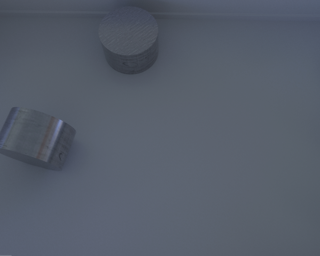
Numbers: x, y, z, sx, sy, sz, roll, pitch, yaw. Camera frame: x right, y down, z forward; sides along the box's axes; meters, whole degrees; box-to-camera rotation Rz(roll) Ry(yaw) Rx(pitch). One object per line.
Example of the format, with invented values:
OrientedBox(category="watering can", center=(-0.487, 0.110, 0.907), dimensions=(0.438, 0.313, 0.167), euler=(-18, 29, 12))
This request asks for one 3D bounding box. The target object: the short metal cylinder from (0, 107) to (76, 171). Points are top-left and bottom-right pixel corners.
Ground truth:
OrientedBox(category="short metal cylinder", center=(-0.149, 0.015, 0.374), dimensions=(0.080, 0.080, 0.050), euler=(14, 71, 5))

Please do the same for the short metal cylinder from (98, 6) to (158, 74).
OrientedBox(category="short metal cylinder", center=(-0.043, -0.124, 0.441), dimensions=(0.081, 0.050, 0.080), euler=(0, 70, 0))
